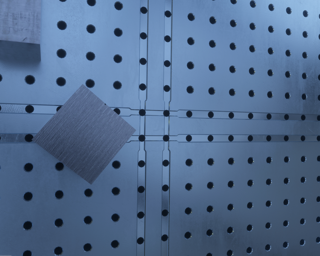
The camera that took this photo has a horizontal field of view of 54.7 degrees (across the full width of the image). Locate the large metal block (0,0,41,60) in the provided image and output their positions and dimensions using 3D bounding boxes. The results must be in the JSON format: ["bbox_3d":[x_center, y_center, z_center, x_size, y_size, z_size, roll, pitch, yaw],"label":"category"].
[{"bbox_3d":[-0.152,-0.121,0.327,0.050,0.080,0.079,1,90,-20],"label":"large metal block"}]

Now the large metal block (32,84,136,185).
[{"bbox_3d":[-0.090,0.007,0.367,0.080,0.050,0.080,42,77,-16],"label":"large metal block"}]
